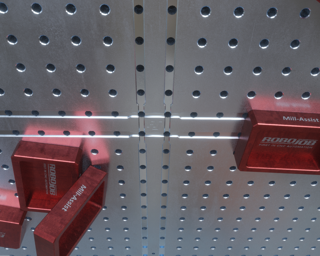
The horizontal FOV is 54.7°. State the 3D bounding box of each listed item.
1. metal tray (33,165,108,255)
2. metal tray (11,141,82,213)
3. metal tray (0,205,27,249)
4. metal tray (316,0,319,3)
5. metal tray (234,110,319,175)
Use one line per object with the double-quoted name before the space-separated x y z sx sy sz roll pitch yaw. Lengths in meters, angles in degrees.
"metal tray" -0.124 0.128 0.449 0.030 0.131 0.089 23 130 11
"metal tray" -0.169 0.081 0.474 0.091 0.030 0.129 8 130 -7
"metal tray" -0.310 0.170 0.549 0.131 0.030 0.089 14 129 -13
"metal tray" 0.204 -0.143 0.289 0.131 0.030 0.089 24 126 -20
"metal tray" 0.179 0.022 0.430 0.131 0.030 0.089 3 130 -4
